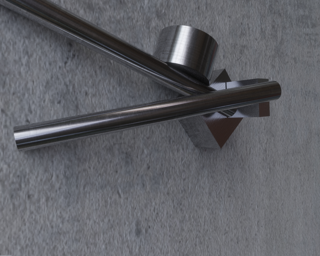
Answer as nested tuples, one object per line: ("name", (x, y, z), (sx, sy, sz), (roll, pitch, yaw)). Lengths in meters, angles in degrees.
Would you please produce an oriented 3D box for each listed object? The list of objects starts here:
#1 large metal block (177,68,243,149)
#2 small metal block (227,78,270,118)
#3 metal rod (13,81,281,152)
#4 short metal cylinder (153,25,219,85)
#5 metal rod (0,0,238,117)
("large metal block", (0.072, -0.028, 0.451), (0.080, 0.050, 0.080), (-48, 119, -28))
("small metal block", (0.120, -0.040, 0.424), (0.025, 0.050, 0.050), (-5, 94, -40))
("metal rod", (0.004, -0.018, 0.342), (0.302, 0.025, 0.025), (-12, 98, -19))
("short metal cylinder", (0.030, -0.087, 0.399), (0.080, 0.080, 0.050), (26, 74, -37))
("metal rod", (-0.030, -0.078, 0.345), (0.302, 0.025, 0.025), (23, 75, -26))
